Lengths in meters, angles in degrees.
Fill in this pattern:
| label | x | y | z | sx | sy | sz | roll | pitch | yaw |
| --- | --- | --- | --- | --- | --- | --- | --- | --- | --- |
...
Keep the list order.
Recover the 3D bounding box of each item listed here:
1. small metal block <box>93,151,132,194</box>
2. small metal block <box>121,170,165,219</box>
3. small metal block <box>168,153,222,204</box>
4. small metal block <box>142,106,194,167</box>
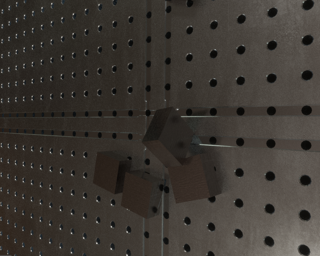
| label | x | y | z | sx | sy | sz | roll | pitch | yaw |
| --- | --- | --- | --- | --- | --- | --- | --- | --- | --- |
| small metal block | -0.072 | 0.066 | 0.467 | 0.050 | 0.025 | 0.050 | 15 | 100 | 38 |
| small metal block | -0.024 | 0.090 | 0.428 | 0.050 | 0.025 | 0.050 | 14 | 99 | 38 |
| small metal block | 0.040 | 0.061 | 0.375 | 0.050 | 0.025 | 0.050 | -21 | 77 | 37 |
| small metal block | 0.011 | 0.011 | 0.369 | 0.025 | 0.050 | 0.050 | -10 | 44 | 39 |
